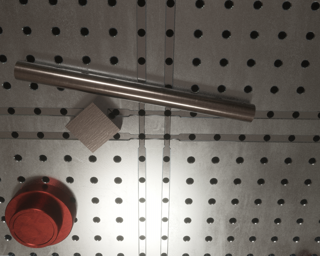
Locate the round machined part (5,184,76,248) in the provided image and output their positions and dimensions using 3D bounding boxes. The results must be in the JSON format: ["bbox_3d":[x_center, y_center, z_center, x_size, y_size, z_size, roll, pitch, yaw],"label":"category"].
[{"bbox_3d":[-0.177,0.134,0.451,0.099,0.042,0.097,0,110,-1],"label":"round machined part"}]

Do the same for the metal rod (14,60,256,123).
[{"bbox_3d":[-0.027,-0.046,0.396,0.302,0.025,0.025,10,110,-5],"label":"metal rod"}]

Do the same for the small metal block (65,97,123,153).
[{"bbox_3d":[-0.087,-0.004,0.411,0.050,0.025,0.050,-39,106,13],"label":"small metal block"}]
